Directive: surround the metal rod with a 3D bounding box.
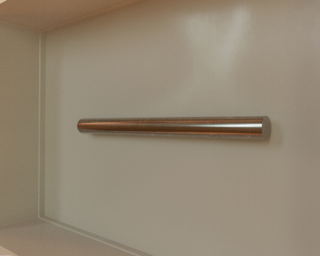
[{"bbox_3d":[-0.008,-0.002,0.409,0.300,0.025,0.025,1,91,39],"label":"metal rod"}]
